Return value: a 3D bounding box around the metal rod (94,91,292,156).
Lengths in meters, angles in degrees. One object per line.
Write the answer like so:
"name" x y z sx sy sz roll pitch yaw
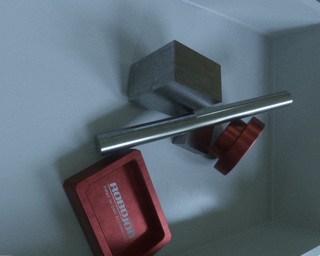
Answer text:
"metal rod" 0.062 -0.013 0.415 0.303 0.025 0.025 -14 99 -25

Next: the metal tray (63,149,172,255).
"metal tray" -0.045 0.100 0.364 0.091 0.030 0.129 -29 107 -37

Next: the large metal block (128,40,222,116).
"large metal block" 0.019 -0.055 0.382 0.081 0.080 0.050 17 67 -39

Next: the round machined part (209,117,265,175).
"round machined part" 0.110 0.021 0.468 0.042 0.097 0.098 38 59 10

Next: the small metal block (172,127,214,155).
"small metal block" 0.050 0.007 0.451 0.050 0.025 0.050 26 74 -37
